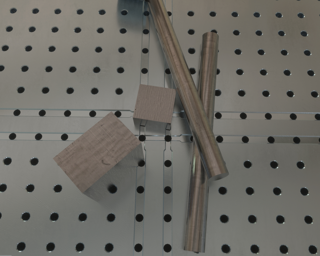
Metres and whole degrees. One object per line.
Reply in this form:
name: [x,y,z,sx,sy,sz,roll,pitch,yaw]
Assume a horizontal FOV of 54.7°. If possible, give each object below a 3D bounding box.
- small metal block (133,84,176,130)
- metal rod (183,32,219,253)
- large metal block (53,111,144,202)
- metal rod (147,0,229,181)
small metal block: [-0.007,-0.029,0.422,0.050,0.025,0.050,9,70,3]
metal rod: [0.057,0.004,0.410,0.025,0.025,0.299,7,70,2]
large metal block: [-0.067,0.037,0.368,0.080,0.080,0.050,-41,76,-14]
metal rod: [0.029,-0.073,0.421,0.025,0.025,0.299,-14,64,-5]
